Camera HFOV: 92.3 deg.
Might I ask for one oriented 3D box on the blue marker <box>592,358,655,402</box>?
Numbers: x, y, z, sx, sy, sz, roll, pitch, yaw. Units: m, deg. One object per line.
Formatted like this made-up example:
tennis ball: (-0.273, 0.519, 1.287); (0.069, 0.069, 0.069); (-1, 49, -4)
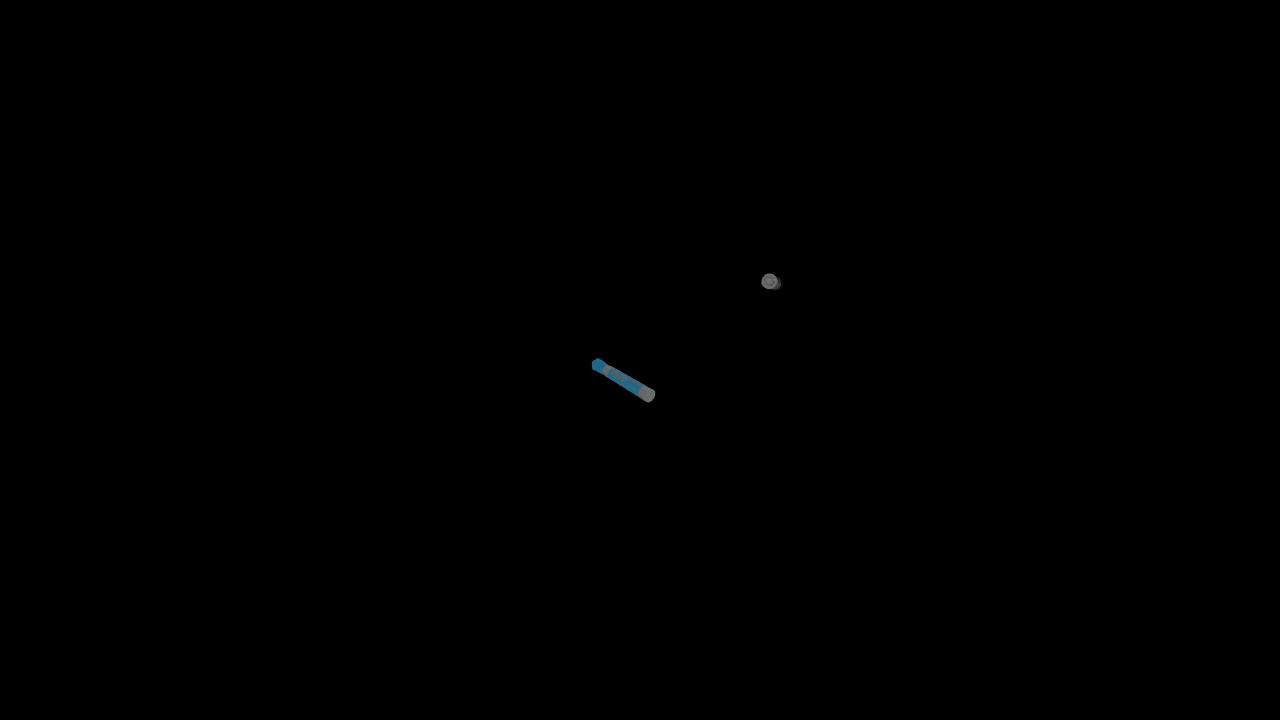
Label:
blue marker: (-0.027, 0.026, 0.859); (0.020, 0.020, 0.121); (0, 22, -47)

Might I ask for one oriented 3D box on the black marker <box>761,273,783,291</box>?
black marker: (0.173, -0.100, 0.799); (0.020, 0.020, 0.121); (0, 5, 16)
